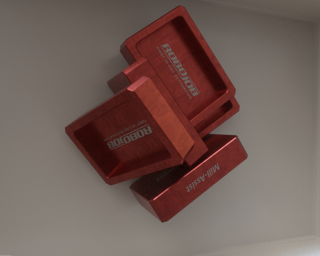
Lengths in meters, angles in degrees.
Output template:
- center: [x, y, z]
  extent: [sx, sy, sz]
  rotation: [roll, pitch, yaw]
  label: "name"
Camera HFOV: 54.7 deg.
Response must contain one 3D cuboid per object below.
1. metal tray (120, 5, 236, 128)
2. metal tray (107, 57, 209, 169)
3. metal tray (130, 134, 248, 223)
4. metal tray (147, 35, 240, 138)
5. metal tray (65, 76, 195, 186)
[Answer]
- center: [0.024, -0.071, 0.384]
  extent: [0.090, 0.030, 0.130]
  rotation: [-38, 102, -16]
  label: "metal tray"
- center: [-0.006, -0.015, 0.372]
  extent: [0.030, 0.090, 0.130]
  rotation: [-39, 103, -16]
  label: "metal tray"
- center: [0.033, 0.055, 0.388]
  extent: [0.131, 0.090, 0.030]
  rotation: [-34, 102, -17]
  label: "metal tray"
- center: [0.040, -0.055, 0.423]
  extent: [0.090, 0.030, 0.130]
  rotation: [-36, 101, -15]
  label: "metal tray"
- center: [-0.038, 0.010, 0.341]
  extent: [0.090, 0.130, 0.030]
  rotation: [55, 43, -12]
  label: "metal tray"
